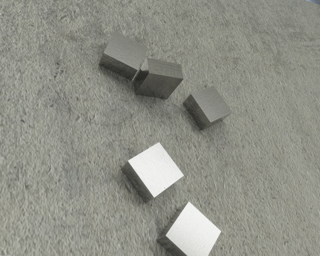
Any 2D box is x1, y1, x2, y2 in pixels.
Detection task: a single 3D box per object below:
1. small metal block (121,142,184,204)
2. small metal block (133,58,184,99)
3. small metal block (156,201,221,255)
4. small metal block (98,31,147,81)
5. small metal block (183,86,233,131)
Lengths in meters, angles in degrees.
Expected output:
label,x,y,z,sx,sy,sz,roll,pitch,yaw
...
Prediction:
label,x,y,z,sx,sy,sz,roll,pitch,yaw
small metal block,-0.009,0.052,0.367,0.050,0.025,0.050,-30,78,-38
small metal block,-0.003,-0.067,0.426,0.050,0.050,0.025,5,60,-26
small metal block,0.033,0.121,0.347,0.050,0.025,0.050,43,51,1
small metal block,-0.052,-0.102,0.438,0.050,0.025,0.050,25,53,-13
small metal block,0.071,-0.030,0.460,0.050,0.025,0.050,-23,74,-36
